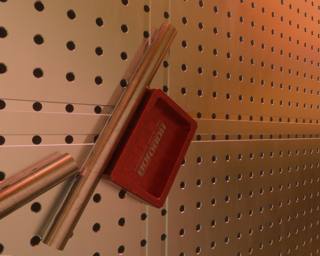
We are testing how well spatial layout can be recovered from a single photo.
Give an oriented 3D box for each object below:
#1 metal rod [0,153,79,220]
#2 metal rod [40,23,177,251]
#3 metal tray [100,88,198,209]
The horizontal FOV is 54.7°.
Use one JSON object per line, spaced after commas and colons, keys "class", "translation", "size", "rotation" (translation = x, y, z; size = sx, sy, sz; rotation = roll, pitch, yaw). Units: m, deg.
{"class": "metal rod", "translation": [-0.199, 0.103, 0.243], "size": [0.302, 0.025, 0.025], "rotation": [-32, 110, -36]}
{"class": "metal rod", "translation": [-0.050, -0.006, 0.369], "size": [0.025, 0.025, 0.300], "rotation": [40, 66, -33]}
{"class": "metal tray", "translation": [-0.010, 0.025, 0.399], "size": [0.090, 0.030, 0.130], "rotation": [39, 66, -33]}
